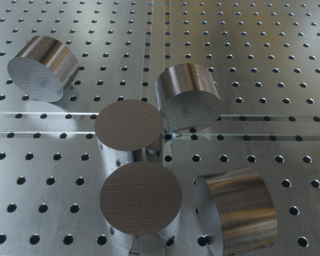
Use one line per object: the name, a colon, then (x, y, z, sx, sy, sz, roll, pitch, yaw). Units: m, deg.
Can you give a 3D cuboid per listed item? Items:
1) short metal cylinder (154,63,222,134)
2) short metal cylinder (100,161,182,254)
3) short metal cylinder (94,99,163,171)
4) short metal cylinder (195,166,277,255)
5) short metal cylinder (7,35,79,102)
short metal cylinder: (0.035, -0.037, 0.403, 0.081, 0.080, 0.050, -5, 50, -5)
short metal cylinder: (-0.019, 0.082, 0.322, 0.081, 0.050, 0.080, 0, 50, 0)
short metal cylinder: (-0.037, 0.011, 0.382, 0.081, 0.050, 0.080, 0, 50, 0)
short metal cylinder: (0.071, 0.081, 0.305, 0.050, 0.080, 0.080, -10, 51, -8)
short metal cylinder: (-0.164, -0.083, 0.439, 0.080, 0.080, 0.050, 12, 51, 9)
